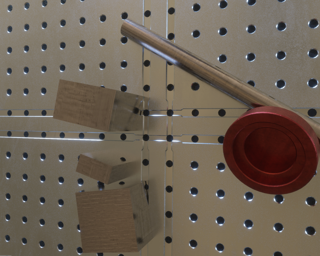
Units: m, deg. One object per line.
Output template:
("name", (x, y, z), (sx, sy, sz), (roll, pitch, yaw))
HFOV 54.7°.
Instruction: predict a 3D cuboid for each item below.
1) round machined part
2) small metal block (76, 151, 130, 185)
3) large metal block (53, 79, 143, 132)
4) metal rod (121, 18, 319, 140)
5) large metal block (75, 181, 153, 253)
("round machined part", (0.125, 0.021, 0.347), (0.098, 0.042, 0.097), (14, 119, 28))
("small metal block", (-0.078, 0.053, 0.427), (0.050, 0.050, 0.025), (18, 96, 19))
("large metal block", (-0.079, -0.028, 0.411), (0.080, 0.080, 0.050), (13, 95, 19))
("metal rod", (0.074, -0.061, 0.386), (0.300, 0.025, 0.025), (33, 101, 16))
("large metal block", (-0.061, 0.120, 0.421), (0.080, 0.050, 0.080), (-9, 87, 19))
